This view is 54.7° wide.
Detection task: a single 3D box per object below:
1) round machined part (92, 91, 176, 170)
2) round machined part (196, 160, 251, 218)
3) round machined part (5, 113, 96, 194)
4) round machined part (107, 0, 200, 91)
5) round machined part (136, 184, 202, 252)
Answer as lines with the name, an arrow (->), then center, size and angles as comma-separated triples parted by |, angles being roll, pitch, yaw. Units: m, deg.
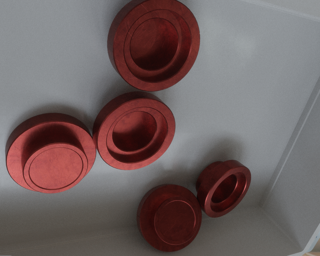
round machined part -> -0.034, 0.000, 0.379 | 0.099, 0.042, 0.097 | -14, 124, -21
round machined part -> 0.097, 0.093, 0.502 | 0.099, 0.042, 0.097 | -19, 126, -28
round machined part -> -0.121, 0.035, 0.353 | 0.099, 0.042, 0.097 | -14, 124, -21
round machined part -> -0.009, -0.093, 0.335 | 0.099, 0.042, 0.097 | -14, 124, -21
round machined part -> 0.018, 0.133, 0.459 | 0.099, 0.042, 0.097 | 2, 83, -18
